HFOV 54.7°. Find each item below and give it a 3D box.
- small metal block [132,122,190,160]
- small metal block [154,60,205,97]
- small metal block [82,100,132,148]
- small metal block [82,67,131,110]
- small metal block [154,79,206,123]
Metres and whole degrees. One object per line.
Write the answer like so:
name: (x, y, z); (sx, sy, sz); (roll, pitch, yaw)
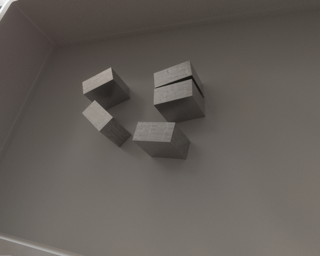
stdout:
small metal block: (0.003, 0.016, 0.379); (0.050, 0.050, 0.025); (1, 63, 29)
small metal block: (0.026, -0.056, 0.411); (0.050, 0.050, 0.025); (-17, 55, 18)
small metal block: (-0.074, -0.006, 0.432); (0.025, 0.050, 0.050); (-47, 51, -4)
small metal block: (-0.080, -0.057, 0.467); (0.050, 0.050, 0.025); (-25, 53, 13)
small metal block: (0.026, -0.032, 0.396); (0.050, 0.050, 0.025); (-12, 57, 21)
